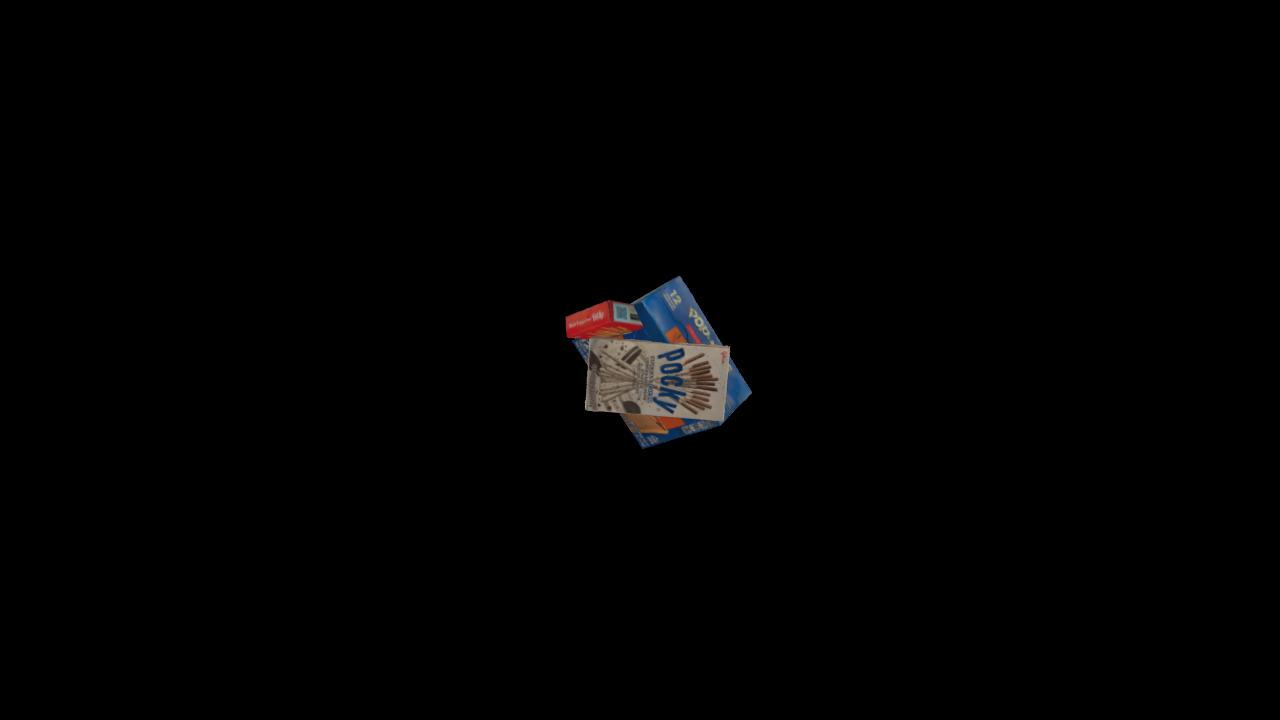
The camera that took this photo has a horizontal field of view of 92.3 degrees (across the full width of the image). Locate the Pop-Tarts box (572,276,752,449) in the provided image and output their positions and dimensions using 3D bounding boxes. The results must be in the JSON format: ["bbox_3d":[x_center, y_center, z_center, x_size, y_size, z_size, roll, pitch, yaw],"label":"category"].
[{"bbox_3d":[0.025,0.008,0.745,0.141,0.167,0.083,-25,11,46],"label":"Pop-Tarts box"}]

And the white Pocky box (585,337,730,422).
[{"bbox_3d":[0.019,0.020,0.677,0.154,0.084,0.028,4,7,3],"label":"white Pocky box"}]

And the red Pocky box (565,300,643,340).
[{"bbox_3d":[-0.003,-0.039,0.724,0.155,0.028,0.083,5,-12,-41],"label":"red Pocky box"}]
